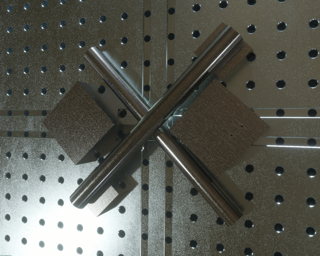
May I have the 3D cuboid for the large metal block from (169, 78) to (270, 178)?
[{"bbox_3d":[0.073,0.000,0.374,0.080,0.050,0.080,45,104,14],"label":"large metal block"}]

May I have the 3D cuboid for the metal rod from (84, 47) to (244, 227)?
[{"bbox_3d":[-0.003,0.002,0.413,0.025,0.025,0.300,-44,76,15],"label":"metal rod"}]

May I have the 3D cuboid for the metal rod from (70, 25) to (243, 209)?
[{"bbox_3d":[-0.014,-0.004,0.390,0.299,0.025,0.025,-47,76,14],"label":"metal rod"}]

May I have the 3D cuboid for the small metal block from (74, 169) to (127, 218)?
[{"bbox_3d":[-0.085,0.090,0.442,0.050,0.025,0.050,46,104,14],"label":"small metal block"}]

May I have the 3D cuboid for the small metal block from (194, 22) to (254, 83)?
[{"bbox_3d":[0.079,-0.093,0.385,0.050,0.025,0.050,-46,76,14],"label":"small metal block"}]

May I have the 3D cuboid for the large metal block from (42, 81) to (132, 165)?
[{"bbox_3d":[-0.102,-0.007,0.436,0.080,0.050,0.080,-45,76,14],"label":"large metal block"}]
